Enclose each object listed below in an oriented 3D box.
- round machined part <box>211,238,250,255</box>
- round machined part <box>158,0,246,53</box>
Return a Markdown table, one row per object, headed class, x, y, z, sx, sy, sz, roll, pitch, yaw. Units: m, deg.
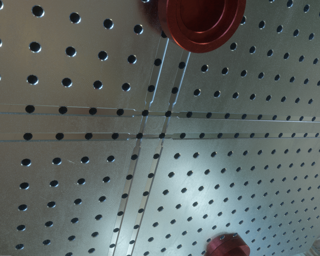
| class | x | y | z | sx | sy | sz | roll | pitch | yaw |
| --- | --- | --- | --- | --- | --- | --- | --- | --- | --- |
| round machined part | 0.156 | 0.290 | 0.668 | 0.099 | 0.042 | 0.097 | -14 | 125 | -21 |
| round machined part | 0.042 | -0.136 | 0.341 | 0.099 | 0.042 | 0.097 | -14 | 125 | -21 |
